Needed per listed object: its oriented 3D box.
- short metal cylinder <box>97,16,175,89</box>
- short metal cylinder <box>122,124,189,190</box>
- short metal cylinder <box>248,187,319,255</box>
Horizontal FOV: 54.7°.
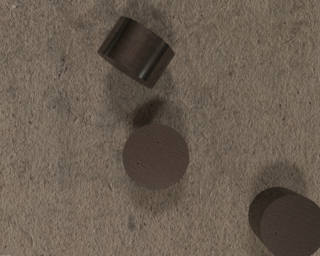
[{"bbox_3d":[-0.029,-0.091,0.382,0.080,0.080,0.050,33,90,-1],"label":"short metal cylinder"},{"bbox_3d":[-0.005,0.035,0.397,0.081,0.050,0.079,0,90,-1],"label":"short metal cylinder"},{"bbox_3d":[0.162,0.121,0.400,0.081,0.050,0.079,0,90,-1],"label":"short metal cylinder"}]
